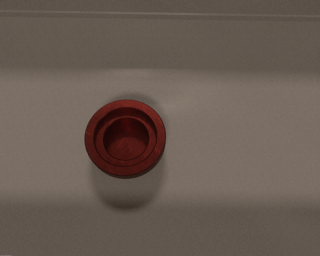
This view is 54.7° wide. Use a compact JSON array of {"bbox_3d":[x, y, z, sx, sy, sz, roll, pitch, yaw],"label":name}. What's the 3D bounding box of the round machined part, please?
[{"bbox_3d":[-0.042,0.017,0.394,0.099,0.042,0.098,0,70,-1],"label":"round machined part"}]
